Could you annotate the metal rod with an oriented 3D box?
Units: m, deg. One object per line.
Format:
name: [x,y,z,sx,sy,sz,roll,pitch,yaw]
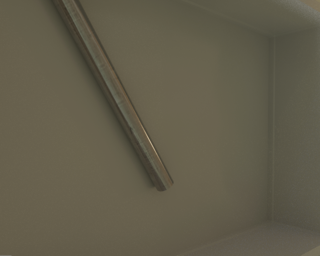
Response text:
metal rod: [-0.056,-0.048,0.361,0.025,0.025,0.299,-41,115,-33]
